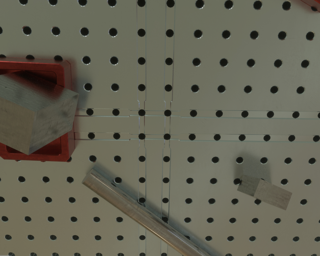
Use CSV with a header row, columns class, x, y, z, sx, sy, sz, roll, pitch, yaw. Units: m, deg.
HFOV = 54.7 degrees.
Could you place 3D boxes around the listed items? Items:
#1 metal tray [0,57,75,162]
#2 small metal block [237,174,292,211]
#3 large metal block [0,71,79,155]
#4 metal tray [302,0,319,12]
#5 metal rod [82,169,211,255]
class,x,y,z,sx,sy,sz,roll,pitch,yaw
metal tray,-0.162,-0.022,0.400,0.091,0.030,0.129,2,110,-2
small metal block,0.144,0.089,0.432,0.050,0.050,0.025,24,84,-9
large metal block,-0.152,-0.022,0.348,0.080,0.080,0.050,23,114,9
metal tray,0.165,-0.198,0.339,0.131,0.030,0.089,26,108,-10
metal rod,0.010,0.161,0.472,0.301,0.025,0.025,40,105,-14
